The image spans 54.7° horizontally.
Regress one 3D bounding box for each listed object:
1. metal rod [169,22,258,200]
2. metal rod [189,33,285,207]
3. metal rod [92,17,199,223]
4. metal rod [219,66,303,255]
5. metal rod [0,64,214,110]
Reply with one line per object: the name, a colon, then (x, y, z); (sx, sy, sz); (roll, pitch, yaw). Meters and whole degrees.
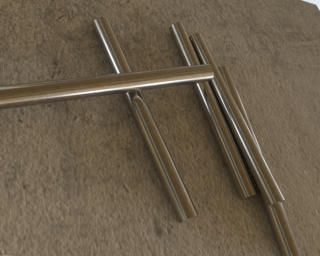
metal rod: (0.073, -0.039, 0.468); (0.025, 0.025, 0.299); (-5, 64, -31)
metal rod: (0.105, -0.028, 0.465); (0.025, 0.025, 0.299); (-3, 59, -30)
metal rod: (-0.027, -0.024, 0.405); (0.025, 0.025, 0.299); (-12, 68, -34)
metal rod: (0.136, 0.035, 0.458); (0.025, 0.025, 0.299); (0, 62, -29)
metal rod: (-0.067, -0.052, 0.374); (0.303, 0.025, 0.025); (-11, 67, -25)
